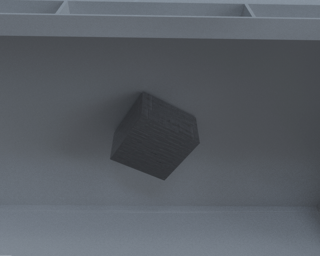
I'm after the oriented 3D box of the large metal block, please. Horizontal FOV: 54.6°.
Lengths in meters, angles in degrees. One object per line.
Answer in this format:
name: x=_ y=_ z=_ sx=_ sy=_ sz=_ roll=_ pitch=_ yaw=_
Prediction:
large metal block: x=-0.008 y=0.013 z=0.399 sx=0.080 sy=0.050 sz=0.080 roll=25 pitch=125 yaw=-20
